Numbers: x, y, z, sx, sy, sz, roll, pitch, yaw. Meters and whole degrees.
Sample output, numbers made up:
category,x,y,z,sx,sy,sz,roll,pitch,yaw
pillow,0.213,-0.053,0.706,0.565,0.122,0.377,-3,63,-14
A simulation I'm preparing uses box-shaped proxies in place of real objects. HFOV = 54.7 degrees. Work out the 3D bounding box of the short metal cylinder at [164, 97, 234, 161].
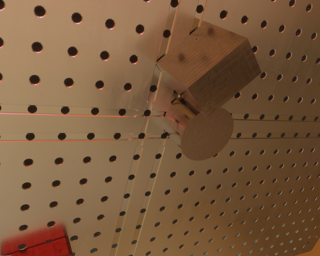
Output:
category,x,y,z,sx,sy,sz,roll,pitch,yaw
short metal cylinder,0.052,-0.003,0.422,0.081,0.050,0.079,-14,124,-21

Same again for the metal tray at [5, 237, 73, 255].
category,x,y,z,sx,sy,sz,roll,pitch,yaw
metal tray,-0.171,0.228,0.455,0.091,0.030,0.129,-12,124,-22

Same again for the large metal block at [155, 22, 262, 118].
category,x,y,z,sx,sy,sz,roll,pitch,yaw
large metal block,0.054,-0.070,0.362,0.080,0.080,0.050,-40,129,-1
